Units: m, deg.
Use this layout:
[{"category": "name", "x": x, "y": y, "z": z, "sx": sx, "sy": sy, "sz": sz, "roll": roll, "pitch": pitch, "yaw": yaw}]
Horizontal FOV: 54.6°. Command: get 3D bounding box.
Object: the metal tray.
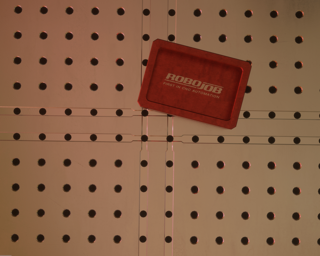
[{"category": "metal tray", "x": 0.044, "y": -0.056, "z": 0.411, "sx": 0.131, "sy": 0.030, "sz": 0.090, "roll": 14, "pitch": 90, "yaw": 0}]
